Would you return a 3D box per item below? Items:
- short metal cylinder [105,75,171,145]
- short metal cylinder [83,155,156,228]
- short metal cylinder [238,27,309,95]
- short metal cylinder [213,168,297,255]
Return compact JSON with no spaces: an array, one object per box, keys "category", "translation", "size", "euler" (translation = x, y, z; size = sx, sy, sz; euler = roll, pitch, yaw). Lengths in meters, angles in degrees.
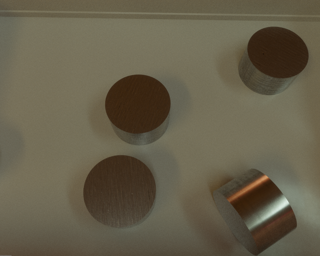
[{"category":"short metal cylinder","translation":[-0.027,-0.022,0.404],"size":[0.081,0.050,0.080],"euler":[0,70,0]},{"category":"short metal cylinder","translation":[-0.045,0.077,0.368],"size":[0.081,0.050,0.080],"euler":[0,70,0]},{"category":"short metal cylinder","translation":[0.156,-0.093,0.432],"size":[0.081,0.050,0.080],"euler":[0,70,0]},{"category":"short metal cylinder","translation":[0.104,0.093,0.348],"size":[0.050,0.080,0.080],"euler":[-29,73,-10]}]
